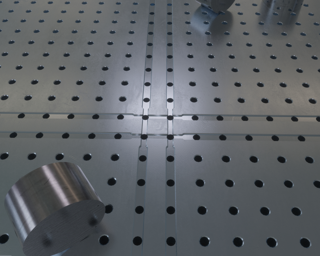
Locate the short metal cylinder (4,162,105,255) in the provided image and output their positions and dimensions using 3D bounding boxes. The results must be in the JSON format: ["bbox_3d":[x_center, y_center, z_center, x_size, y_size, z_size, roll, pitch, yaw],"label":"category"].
[{"bbox_3d":[-0.102,0.080,0.304,0.081,0.080,0.050,-29,56,-22],"label":"short metal cylinder"}]

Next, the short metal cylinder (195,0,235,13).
[{"bbox_3d":[0.110,-0.272,0.601,0.081,0.080,0.050,-32,57,-24],"label":"short metal cylinder"}]

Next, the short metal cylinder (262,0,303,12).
[{"bbox_3d":[0.255,-0.279,0.627,0.081,0.050,0.080,0,50,0],"label":"short metal cylinder"}]
